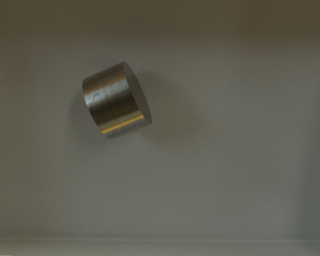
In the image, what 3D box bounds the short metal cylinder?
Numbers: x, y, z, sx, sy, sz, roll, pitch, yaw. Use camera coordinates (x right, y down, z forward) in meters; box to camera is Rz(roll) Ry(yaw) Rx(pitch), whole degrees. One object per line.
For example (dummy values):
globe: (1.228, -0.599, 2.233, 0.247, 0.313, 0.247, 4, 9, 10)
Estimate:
short metal cylinder: (-0.049, -0.032, 0.370, 0.050, 0.080, 0.080, -22, 109, 8)
